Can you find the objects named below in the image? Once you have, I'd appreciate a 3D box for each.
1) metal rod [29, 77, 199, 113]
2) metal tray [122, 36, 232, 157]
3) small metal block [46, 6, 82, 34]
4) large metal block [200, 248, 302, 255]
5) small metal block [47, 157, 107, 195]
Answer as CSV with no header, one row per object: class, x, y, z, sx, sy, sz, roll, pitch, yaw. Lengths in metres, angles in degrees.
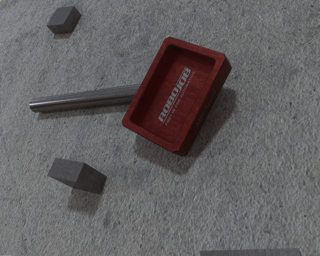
metal rod,-0.081,-0.048,0.473,0.301,0.025,0.025,-4,60,25
metal tray,0.020,-0.041,0.389,0.090,0.030,0.130,27,89,29
small metal block,-0.199,-0.224,0.643,0.050,0.025,0.050,7,65,31
large metal block,0.080,0.147,0.255,0.080,0.050,0.080,-11,57,22
small metal block,-0.107,0.063,0.404,0.050,0.050,0.025,5,64,30
